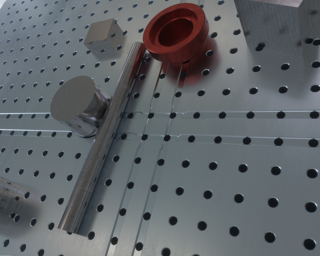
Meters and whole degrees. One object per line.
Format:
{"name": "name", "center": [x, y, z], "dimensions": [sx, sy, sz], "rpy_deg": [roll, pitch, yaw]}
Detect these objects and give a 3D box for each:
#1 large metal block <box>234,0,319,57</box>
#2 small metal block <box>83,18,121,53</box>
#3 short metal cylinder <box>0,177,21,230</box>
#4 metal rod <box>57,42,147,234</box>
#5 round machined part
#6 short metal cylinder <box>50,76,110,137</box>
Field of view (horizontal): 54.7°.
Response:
{"name": "large metal block", "center": [0.147, -0.142, 0.383], "dimensions": [0.080, 0.080, 0.050], "rpy_deg": [28, 77, 37]}
{"name": "small metal block", "center": [-0.106, -0.169, 0.568], "dimensions": [0.050, 0.025, 0.050], "rpy_deg": [-2, 61, 27]}
{"name": "short metal cylinder", "center": [-0.257, 0.110, 0.460], "dimensions": [0.080, 0.050, 0.080], "rpy_deg": [-13, 56, 21]}
{"name": "metal rod", "center": [-0.075, -0.001, 0.448], "dimensions": [0.025, 0.025, 0.300], "rpy_deg": [4, 63, 30]}
{"name": "round machined part", "center": [0.027, -0.137, 0.467], "dimensions": [0.098, 0.042, 0.098], "rpy_deg": [-13, 56, 21]}
{"name": "short metal cylinder", "center": [-0.119, -0.033, 0.475], "dimensions": [0.080, 0.050, 0.080], "rpy_deg": [-13, 56, 21]}
